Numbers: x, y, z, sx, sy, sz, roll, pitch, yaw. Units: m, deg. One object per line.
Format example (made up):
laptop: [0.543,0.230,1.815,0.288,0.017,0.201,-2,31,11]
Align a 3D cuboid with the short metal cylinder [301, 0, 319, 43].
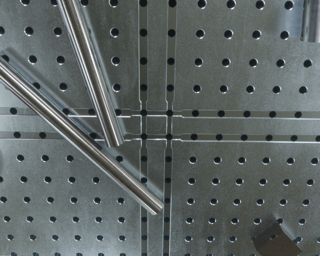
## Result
short metal cylinder: [0.200,-0.124,0.340,0.080,0.080,0.050,-4,110,1]

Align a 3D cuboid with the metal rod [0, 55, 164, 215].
metal rod: [-0.107,0.016,0.418,0.025,0.025,0.300,-42,105,14]

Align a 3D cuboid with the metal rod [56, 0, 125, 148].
metal rod: [-0.097,-0.115,0.370,0.025,0.025,0.298,-14,110,5]

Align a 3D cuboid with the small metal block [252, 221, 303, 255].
small metal block: [0.182,0.183,0.482,0.050,0.025,0.050,-41,105,13]
